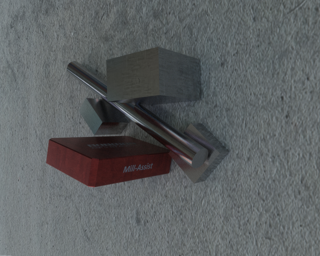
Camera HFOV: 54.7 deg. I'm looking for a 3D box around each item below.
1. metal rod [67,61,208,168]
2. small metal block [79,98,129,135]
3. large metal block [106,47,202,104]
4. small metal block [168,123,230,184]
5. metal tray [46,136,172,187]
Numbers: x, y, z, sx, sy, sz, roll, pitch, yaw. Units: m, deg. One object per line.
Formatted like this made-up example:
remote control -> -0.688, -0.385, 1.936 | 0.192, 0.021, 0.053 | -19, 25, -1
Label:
metal rod -> -0.051, -0.034, 0.429 | 0.300, 0.025, 0.025 | 35, 112, 39
small metal block -> -0.082, -0.017, 0.455 | 0.050, 0.050, 0.025 | 52, 120, 27
large metal block -> -0.006, -0.057, 0.372 | 0.080, 0.081, 0.050 | -2, 89, 39
small metal block -> 0.046, 0.029, 0.368 | 0.050, 0.025, 0.050 | 49, 119, 28
metal tray -> -0.058, 0.036, 0.384 | 0.090, 0.131, 0.030 | 16, 100, 39
